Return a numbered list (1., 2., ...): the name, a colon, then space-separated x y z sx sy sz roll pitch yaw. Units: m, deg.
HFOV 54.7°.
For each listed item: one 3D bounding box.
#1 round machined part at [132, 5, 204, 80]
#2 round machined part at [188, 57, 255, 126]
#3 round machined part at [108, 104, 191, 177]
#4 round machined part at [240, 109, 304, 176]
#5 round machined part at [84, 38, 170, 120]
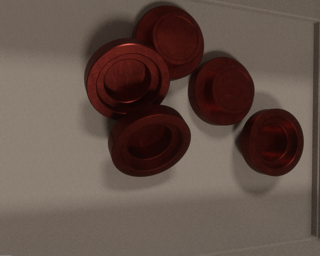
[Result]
1. round machined part: 0.015 -0.113 0.408 0.099 0.042 0.097 0 90 -21
2. round machined part: 0.093 -0.052 0.437 0.099 0.042 0.097 0 90 -21
3. round machined part: -0.016 0.011 0.380 0.099 0.042 0.097 -13 132 -15
4. round machined part: 0.161 0.021 0.463 0.099 0.042 0.097 0 90 -21
5. round machined part: -0.041 -0.061 0.372 0.099 0.042 0.097 -11 126 -15
